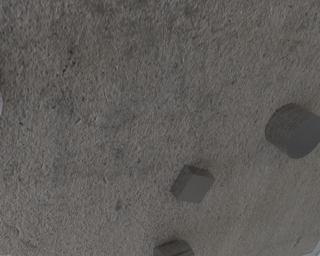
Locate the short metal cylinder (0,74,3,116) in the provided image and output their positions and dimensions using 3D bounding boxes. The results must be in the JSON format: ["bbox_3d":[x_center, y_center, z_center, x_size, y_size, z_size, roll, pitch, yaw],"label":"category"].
[{"bbox_3d":[-0.183,-0.033,0.270,0.081,0.050,0.079,-14,124,-21],"label":"short metal cylinder"}]

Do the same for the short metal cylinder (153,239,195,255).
[{"bbox_3d":[0.028,0.241,0.536,0.050,0.080,0.079,-11,123,-23],"label":"short metal cylinder"}]

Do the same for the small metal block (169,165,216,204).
[{"bbox_3d":[0.052,0.090,0.491,0.050,0.025,0.050,18,109,-35],"label":"small metal block"}]

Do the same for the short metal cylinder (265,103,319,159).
[{"bbox_3d":[0.224,0.005,0.516,0.081,0.050,0.079,-14,124,-21],"label":"short metal cylinder"}]
